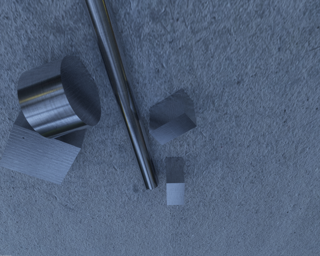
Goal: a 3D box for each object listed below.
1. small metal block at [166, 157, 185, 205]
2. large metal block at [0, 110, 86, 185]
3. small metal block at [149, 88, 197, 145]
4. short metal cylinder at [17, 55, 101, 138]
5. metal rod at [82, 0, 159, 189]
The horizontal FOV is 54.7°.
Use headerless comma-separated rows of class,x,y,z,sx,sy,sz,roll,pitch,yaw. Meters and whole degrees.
small metal block,0.022,0.078,0.458,0.025,0.050,0.050,-2,130,1
large metal block,-0.151,0.020,0.406,0.080,0.050,0.080,23,126,-19
small metal block,0.015,-0.014,0.379,0.050,0.050,0.025,-30,124,22
short metal cylinder,-0.107,-0.033,0.341,0.050,0.080,0.080,-17,128,13
metal rod,-0.039,-0.027,0.383,0.025,0.025,0.298,-8,130,6
